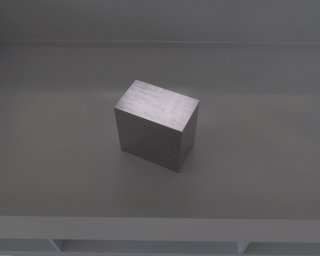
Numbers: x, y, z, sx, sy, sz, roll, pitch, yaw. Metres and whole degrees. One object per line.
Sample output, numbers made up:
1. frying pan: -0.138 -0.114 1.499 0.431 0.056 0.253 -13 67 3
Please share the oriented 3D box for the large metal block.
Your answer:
1. large metal block: -0.003 -0.001 0.371 0.080 0.080 0.050 20 53 16
